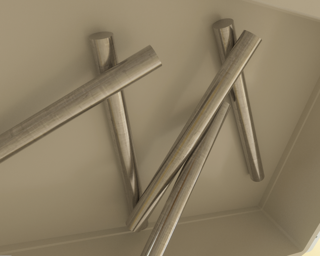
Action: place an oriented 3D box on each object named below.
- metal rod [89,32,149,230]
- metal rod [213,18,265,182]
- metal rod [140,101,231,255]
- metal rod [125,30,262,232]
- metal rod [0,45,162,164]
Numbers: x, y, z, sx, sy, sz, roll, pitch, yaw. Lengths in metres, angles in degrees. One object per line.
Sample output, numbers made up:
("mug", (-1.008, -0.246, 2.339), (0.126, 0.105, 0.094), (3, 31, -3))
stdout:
("metal rod", (-0.045, 0.028, 0.400), (0.025, 0.025, 0.298), (-19, 126, -17))
("metal rod", (0.125, -0.019, 0.464), (0.025, 0.025, 0.299), (-32, 129, -8))
("metal rod", (0.022, 0.095, 0.401), (0.025, 0.025, 0.300), (39, 72, -39))
("metal rod", (0.036, 0.015, 0.403), (0.025, 0.025, 0.298), (20, 108, -36))
("metal rod", (-0.133, 0.003, 0.317), (0.301, 0.025, 0.025), (-31, 129, 0))
